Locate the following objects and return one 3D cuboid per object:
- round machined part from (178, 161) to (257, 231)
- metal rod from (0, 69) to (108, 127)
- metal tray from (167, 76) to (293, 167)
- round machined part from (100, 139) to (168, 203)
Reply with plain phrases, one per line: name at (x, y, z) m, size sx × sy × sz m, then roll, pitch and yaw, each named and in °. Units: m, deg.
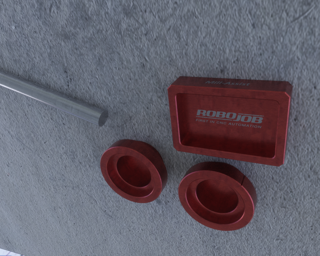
round machined part at (0.077, 0.084, 0.407) m, size 0.098 × 0.042 × 0.097 m, roll 13°, pitch 124°, yaw 21°
metal rod at (-0.216, -0.066, 0.479) m, size 0.301 × 0.025 × 0.025 m, roll 21°, pitch 126°, yaw 15°
metal tray at (0.078, -0.010, 0.356) m, size 0.130 × 0.030 × 0.089 m, roll 7°, pitch 122°, yaw 24°
round machined part at (-0.034, 0.058, 0.449) m, size 0.098 × 0.042 × 0.097 m, roll 13°, pitch 124°, yaw 21°
